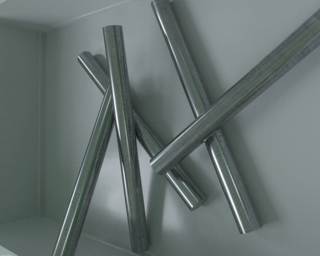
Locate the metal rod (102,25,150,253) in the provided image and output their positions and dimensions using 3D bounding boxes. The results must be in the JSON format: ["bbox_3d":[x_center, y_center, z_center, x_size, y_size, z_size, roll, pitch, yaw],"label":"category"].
[{"bbox_3d":[-0.043,0.020,0.409,0.025,0.025,0.298,-1,99,39],"label":"metal rod"}]

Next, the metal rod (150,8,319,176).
[{"bbox_3d":[0.098,-0.048,0.303,0.299,0.025,0.025,-43,64,23],"label":"metal rod"}]

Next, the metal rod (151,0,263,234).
[{"bbox_3d":[0.048,-0.028,0.365,0.025,0.025,0.299,-31,71,35],"label":"metal rod"}]

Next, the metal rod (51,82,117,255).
[{"bbox_3d":[-0.095,0.078,0.384,0.025,0.025,0.299,-2,65,39],"label":"metal rod"}]

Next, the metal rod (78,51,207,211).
[{"bbox_3d":[-0.038,-0.012,0.436,0.300,0.025,0.025,51,120,27],"label":"metal rod"}]
